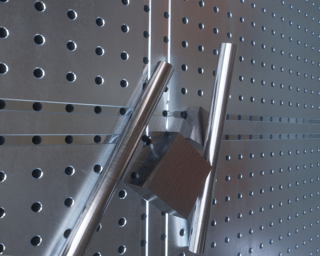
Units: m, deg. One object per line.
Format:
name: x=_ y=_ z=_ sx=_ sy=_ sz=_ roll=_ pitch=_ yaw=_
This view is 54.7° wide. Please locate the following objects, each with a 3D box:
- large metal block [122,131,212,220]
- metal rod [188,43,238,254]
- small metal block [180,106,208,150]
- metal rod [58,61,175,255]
large metal block: x=0.012 y=0.060 z=0.405 sx=0.080 sy=0.050 sz=0.080 roll=45 pitch=63 yaw=-31
metal rod: x=0.074 y=0.032 z=0.442 sx=0.025 sy=0.025 sz=0.298 roll=3 pitch=98 yaw=-40
small metal block: x=0.059 y=0.001 z=0.461 sx=0.050 sy=0.025 sz=0.050 roll=30 pitch=71 yaw=-36
metal rod: x=-0.052 y=0.045 z=0.367 sx=0.025 sy=0.025 sz=0.300 roll=39 pitch=66 yaw=-34
